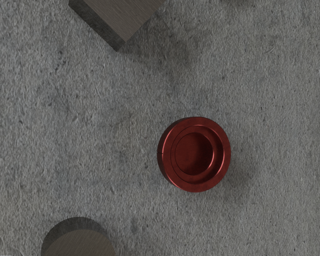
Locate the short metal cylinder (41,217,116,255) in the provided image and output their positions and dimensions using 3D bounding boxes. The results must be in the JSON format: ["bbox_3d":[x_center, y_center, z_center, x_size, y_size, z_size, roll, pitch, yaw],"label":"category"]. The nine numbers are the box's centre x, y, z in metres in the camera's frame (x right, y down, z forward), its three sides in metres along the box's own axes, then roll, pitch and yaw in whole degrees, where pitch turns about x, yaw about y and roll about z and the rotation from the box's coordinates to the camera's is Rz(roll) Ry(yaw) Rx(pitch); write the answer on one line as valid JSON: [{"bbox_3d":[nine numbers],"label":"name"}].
[{"bbox_3d":[-0.096,0.150,0.361,0.081,0.050,0.080,0,90,-20],"label":"short metal cylinder"}]

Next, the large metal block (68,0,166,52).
[{"bbox_3d":[-0.051,-0.154,0.377,0.080,0.050,0.080,43,76,-15],"label":"large metal block"}]

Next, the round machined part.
[{"bbox_3d":[0.042,0.034,0.416,0.099,0.042,0.097,0,90,-20],"label":"round machined part"}]
